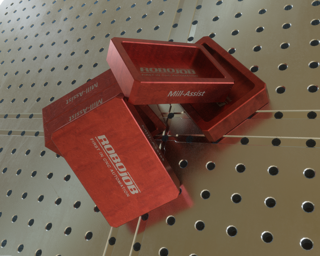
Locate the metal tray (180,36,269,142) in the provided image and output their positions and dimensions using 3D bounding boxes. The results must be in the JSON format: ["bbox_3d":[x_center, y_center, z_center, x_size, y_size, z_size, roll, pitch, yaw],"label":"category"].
[{"bbox_3d":[0.064,-0.055,0.403,0.090,0.030,0.130,-37,51,3],"label":"metal tray"}]

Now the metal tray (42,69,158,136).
[{"bbox_3d":[-0.078,-0.022,0.418,0.130,0.090,0.030,-29,52,10],"label":"metal tray"}]

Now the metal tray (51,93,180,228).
[{"bbox_3d":[-0.047,0.038,0.349,0.090,0.130,0.030,-29,11,10],"label":"metal tray"}]

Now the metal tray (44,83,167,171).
[{"bbox_3d":[-0.069,0.000,0.399,0.130,0.090,0.030,-29,52,10],"label":"metal tray"}]

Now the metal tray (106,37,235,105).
[{"bbox_3d":[0.012,-0.069,0.370,0.131,0.030,0.090,-4,45,-29],"label":"metal tray"}]
